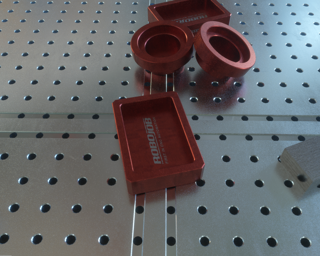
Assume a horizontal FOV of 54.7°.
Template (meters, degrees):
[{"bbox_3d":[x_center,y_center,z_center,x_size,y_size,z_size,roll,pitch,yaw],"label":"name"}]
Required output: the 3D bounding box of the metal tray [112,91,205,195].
[{"bbox_3d":[-0.006,0.013,0.393,0.091,0.030,0.130,-10,51,-9],"label":"metal tray"}]

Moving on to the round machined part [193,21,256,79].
[{"bbox_3d":[0.094,-0.115,0.478,0.099,0.042,0.098,15,52,-19],"label":"round machined part"}]

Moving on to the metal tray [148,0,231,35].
[{"bbox_3d":[0.053,-0.205,0.576,0.131,0.030,0.090,-18,52,-15],"label":"metal tray"}]

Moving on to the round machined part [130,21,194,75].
[{"bbox_3d":[0.005,-0.124,0.495,0.099,0.042,0.098,-3,56,4],"label":"round machined part"}]

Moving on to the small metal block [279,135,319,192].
[{"bbox_3d":[0.183,0.042,0.373,0.050,0.025,0.050,-18,52,-15],"label":"small metal block"}]
